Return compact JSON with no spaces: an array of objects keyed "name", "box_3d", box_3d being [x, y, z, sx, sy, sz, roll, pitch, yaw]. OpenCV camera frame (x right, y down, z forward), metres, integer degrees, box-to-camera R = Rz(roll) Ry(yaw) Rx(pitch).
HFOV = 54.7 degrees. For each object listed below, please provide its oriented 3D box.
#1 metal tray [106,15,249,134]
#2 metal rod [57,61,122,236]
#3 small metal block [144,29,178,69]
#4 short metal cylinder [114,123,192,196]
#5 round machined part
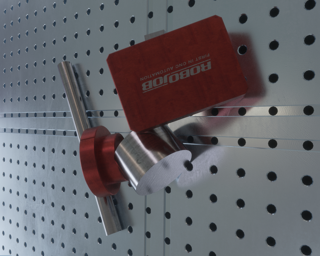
[{"name":"metal tray","box_3d":[0.018,-0.057,0.339,0.131,0.030,0.090,-20,85,3]},{"name":"metal rod","box_3d":[-0.119,0.023,0.507,0.025,0.025,0.299,-32,70,35]},{"name":"small metal block","box_3d":[0.005,-0.087,0.385,0.025,0.050,0.050,-12,82,18]},{"name":"short metal cylinder","box_3d":[-0.009,0.037,0.381,0.050,0.081,0.080,50,120,28]},{"name":"round machined part","box_3d":[-0.070,0.044,0.429,0.042,0.098,0.098,-13,81,8]}]
